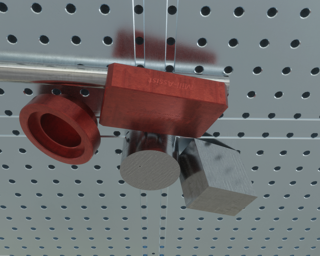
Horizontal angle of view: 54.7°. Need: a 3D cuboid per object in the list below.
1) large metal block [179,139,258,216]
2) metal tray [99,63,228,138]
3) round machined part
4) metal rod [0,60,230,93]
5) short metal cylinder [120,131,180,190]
[{"bbox_3d":[0.075,0.068,0.428,0.081,0.080,0.050,17,128,-26],"label":"large metal block"},{"bbox_3d":[0.000,-0.026,0.359,0.131,0.030,0.090,8,153,-13],"label":"metal tray"},{"bbox_3d":[-0.117,-0.003,0.383,0.098,0.042,0.097,13,135,14],"label":"round machined part"},{"bbox_3d":[-0.071,-0.059,0.360,0.302,0.025,0.025,3,130,-4],"label":"metal rod"},{"bbox_3d":[-0.013,0.042,0.431,0.081,0.050,0.079,0,130,0],"label":"short metal cylinder"}]
